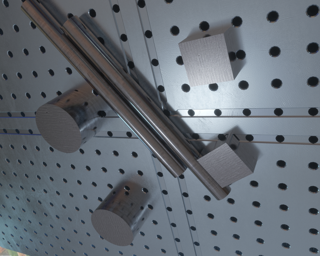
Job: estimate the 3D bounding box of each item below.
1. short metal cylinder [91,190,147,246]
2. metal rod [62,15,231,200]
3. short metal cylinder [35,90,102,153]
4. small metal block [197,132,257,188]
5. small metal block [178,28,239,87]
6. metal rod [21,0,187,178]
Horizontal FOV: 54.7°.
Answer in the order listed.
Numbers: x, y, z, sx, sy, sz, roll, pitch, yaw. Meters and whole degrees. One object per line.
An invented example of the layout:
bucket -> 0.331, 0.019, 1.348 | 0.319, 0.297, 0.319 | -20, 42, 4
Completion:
short metal cylinder -> -0.069, 0.152, 0.525 | 0.080, 0.050, 0.079 | 13, 124, 21
metal rod -> -0.013, -0.022, 0.404 | 0.300, 0.025, 0.025 | 48, 129, -6
short metal cylinder -> -0.135, -0.010, 0.460 | 0.080, 0.050, 0.079 | 13, 124, 21
small metal block -> 0.084, 0.042, 0.393 | 0.050, 0.025, 0.050 | 48, 129, -6
small metal block -> 0.054, -0.076, 0.336 | 0.050, 0.025, 0.050 | -5, 116, 30
metal rod -> -0.070, -0.050, 0.417 | 0.300, 0.025, 0.025 | 48, 129, -6
